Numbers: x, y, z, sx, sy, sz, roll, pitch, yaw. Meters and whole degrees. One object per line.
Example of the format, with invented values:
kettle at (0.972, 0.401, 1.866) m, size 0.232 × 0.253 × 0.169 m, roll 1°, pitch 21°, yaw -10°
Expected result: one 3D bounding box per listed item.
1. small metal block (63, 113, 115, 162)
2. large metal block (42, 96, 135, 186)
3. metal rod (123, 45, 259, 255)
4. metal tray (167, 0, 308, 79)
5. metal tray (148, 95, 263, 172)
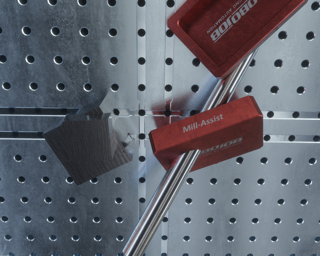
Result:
small metal block at (-0.082, 0.011, 0.363) m, size 0.050 × 0.025 × 0.050 m, roll -3°, pitch 110°, yaw 0°
large metal block at (-0.089, 0.016, 0.405) m, size 0.080 × 0.050 × 0.080 m, roll -25°, pitch 109°, yaw 8°
metal rod at (0.037, 0.028, 0.383) m, size 0.025 × 0.025 × 0.299 m, roll 29°, pitch 92°, yaw -10°
metal tray at (0.085, -0.130, 0.346) m, size 0.130 × 0.030 × 0.090 m, roll -43°, pitch 82°, yaw 14°
metal tray at (0.061, 0.015, 0.391) m, size 0.130 × 0.030 × 0.090 m, roll -20°, pitch 148°, yaw 7°
